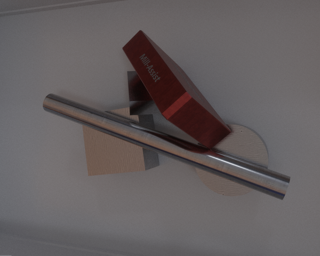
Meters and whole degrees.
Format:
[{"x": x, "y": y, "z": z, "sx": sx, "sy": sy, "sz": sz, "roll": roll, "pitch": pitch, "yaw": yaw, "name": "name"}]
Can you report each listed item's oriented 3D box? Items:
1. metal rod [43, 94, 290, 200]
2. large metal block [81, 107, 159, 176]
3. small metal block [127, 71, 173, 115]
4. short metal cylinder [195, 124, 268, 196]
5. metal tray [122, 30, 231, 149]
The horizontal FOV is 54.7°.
[{"x": -0.009, "y": 0.014, "z": 0.357, "sx": 0.301, "sy": 0.025, "sz": 0.025, "roll": 19, "pitch": 96, "yaw": 18, "name": "metal rod"}, {"x": -0.052, "y": 0.017, "z": 0.413, "sx": 0.080, "sy": 0.050, "sz": 0.080, "roll": -8, "pitch": 87, "yaw": 19, "name": "large metal block"}, {"x": -0.013, "y": -0.044, "z": 0.377, "sx": 0.050, "sy": 0.025, "sz": 0.050, "roll": -3, "pitch": 53, "yaw": -7, "name": "small metal block"}, {"x": 0.086, "y": 0.035, "z": 0.365, "sx": 0.080, "sy": 0.050, "sz": 0.079, "roll": 0, "pitch": 90, "yaw": 19, "name": "short metal cylinder"}, {"x": 0.016, "y": -0.044, "z": 0.342, "sx": 0.030, "sy": 0.090, "sz": 0.130, "roll": -42, "pitch": 47, "yaw": 14, "name": "metal tray"}]
